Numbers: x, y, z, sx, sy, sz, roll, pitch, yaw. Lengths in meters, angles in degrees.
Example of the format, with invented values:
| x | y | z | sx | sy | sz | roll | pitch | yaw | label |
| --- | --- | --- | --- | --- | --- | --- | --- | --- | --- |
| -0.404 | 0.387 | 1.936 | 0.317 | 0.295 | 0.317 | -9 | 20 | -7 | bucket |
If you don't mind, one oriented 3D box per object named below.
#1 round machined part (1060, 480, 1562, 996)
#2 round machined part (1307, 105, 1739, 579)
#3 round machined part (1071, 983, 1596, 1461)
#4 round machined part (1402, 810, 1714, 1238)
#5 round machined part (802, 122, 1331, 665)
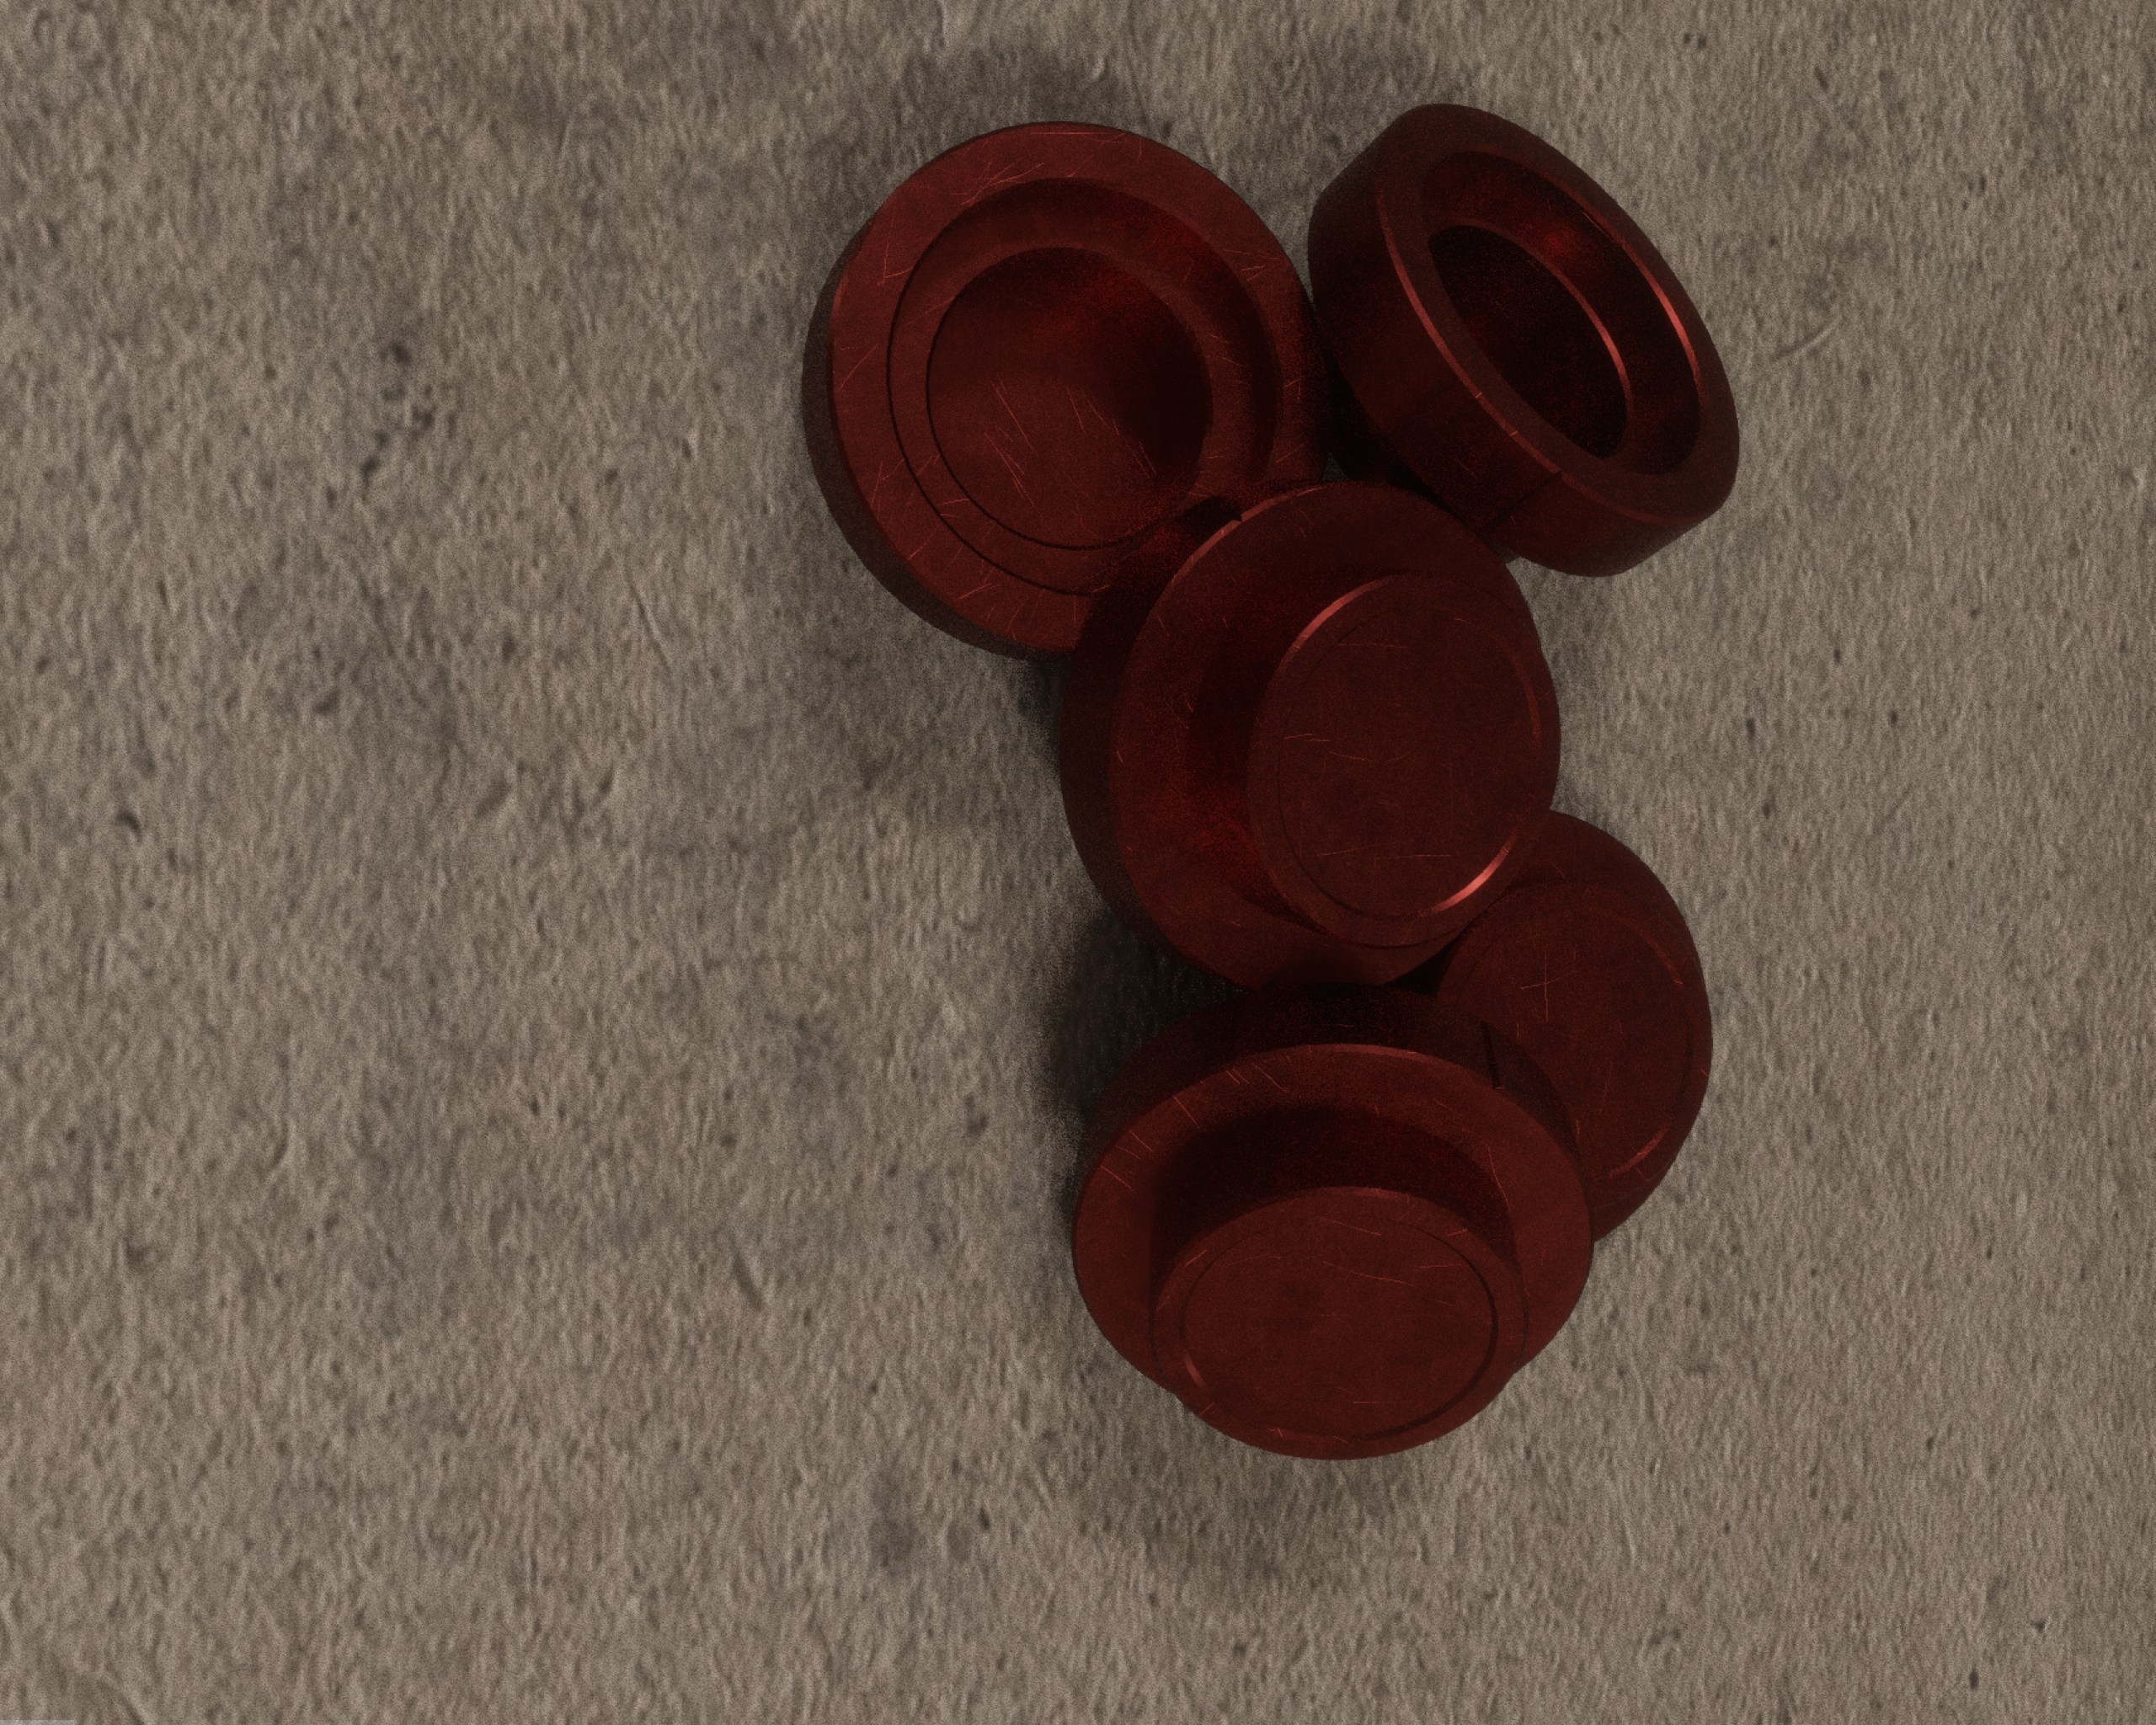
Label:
| x | y | z | sx | sy | sz | roll | pitch | yaw | label |
| --- | --- | --- | --- | --- | --- | --- | --- | --- | --- |
| 0.050 | -0.021 | 0.385 | 0.099 | 0.042 | 0.097 | -6 | 104 | -27 | round machined part |
| 0.083 | -0.099 | 0.418 | 0.099 | 0.042 | 0.098 | 20 | 54 | -29 | round machined part |
| 0.048 | 0.074 | 0.393 | 0.099 | 0.042 | 0.097 | 1 | 122 | 2 | round machined part |
| 0.092 | 0.037 | 0.437 | 0.099 | 0.042 | 0.097 | 0 | 90 | -21 | round machined part |
| -0.005 | -0.087 | 0.400 | 0.099 | 0.042 | 0.097 | 0 | 90 | -21 | round machined part |
